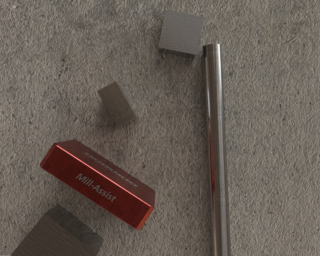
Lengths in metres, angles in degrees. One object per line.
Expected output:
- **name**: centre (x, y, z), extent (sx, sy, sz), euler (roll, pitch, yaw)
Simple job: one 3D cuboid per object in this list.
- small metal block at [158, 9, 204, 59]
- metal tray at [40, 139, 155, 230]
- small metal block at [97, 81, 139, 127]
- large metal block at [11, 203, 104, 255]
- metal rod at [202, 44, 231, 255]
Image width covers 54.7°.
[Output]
- **small metal block**: centre (0.027, -0.123, 0.410), extent (0.050, 0.025, 0.050), euler (11, 90, -1)
- **metal tray**: centre (-0.068, 0.063, 0.376), extent (0.130, 0.090, 0.030), euler (33, 90, -1)
- **small metal block**: centre (-0.052, -0.029, 0.397), extent (0.025, 0.050, 0.050), euler (-30, 90, 0)
- **large metal block**: centre (-0.132, 0.158, 0.396), extent (0.080, 0.050, 0.080), euler (39, 90, -1)
- **metal rod**: centre (0.076, 0.041, 0.411), extent (0.025, 0.025, 0.298), euler (-3, 90, -1)
